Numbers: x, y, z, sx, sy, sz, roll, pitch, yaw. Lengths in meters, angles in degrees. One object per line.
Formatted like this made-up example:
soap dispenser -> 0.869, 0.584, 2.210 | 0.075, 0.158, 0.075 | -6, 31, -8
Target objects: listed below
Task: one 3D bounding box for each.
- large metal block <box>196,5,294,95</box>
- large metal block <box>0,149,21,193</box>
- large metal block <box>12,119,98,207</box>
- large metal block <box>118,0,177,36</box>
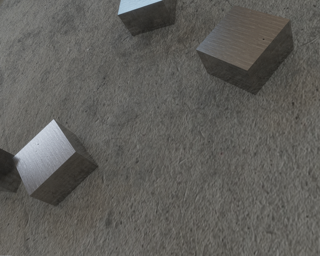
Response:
large metal block -> 0.108, -0.100, 0.393 | 0.080, 0.050, 0.080 | 35, 81, 38
large metal block -> -0.267, 0.060, 0.472 | 0.080, 0.080, 0.050 | -1, 62, 28
large metal block -> -0.148, 0.048, 0.436 | 0.080, 0.050, 0.080 | -44, 51, -3
large metal block -> -0.019, -0.213, 0.529 | 0.080, 0.050, 0.080 | -9, 58, 23
